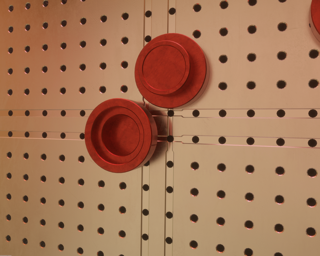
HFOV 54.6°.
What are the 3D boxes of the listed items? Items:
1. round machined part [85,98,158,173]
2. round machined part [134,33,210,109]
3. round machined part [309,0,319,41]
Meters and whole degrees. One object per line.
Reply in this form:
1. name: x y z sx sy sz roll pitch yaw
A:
1. round machined part: -0.049 0.010 0.421 0.098 0.042 0.097 0 90 20
2. round machined part: 0.011 -0.074 0.400 0.098 0.042 0.097 0 90 20
3. round machined part: 0.214 -0.131 0.328 0.098 0.042 0.097 0 90 20
